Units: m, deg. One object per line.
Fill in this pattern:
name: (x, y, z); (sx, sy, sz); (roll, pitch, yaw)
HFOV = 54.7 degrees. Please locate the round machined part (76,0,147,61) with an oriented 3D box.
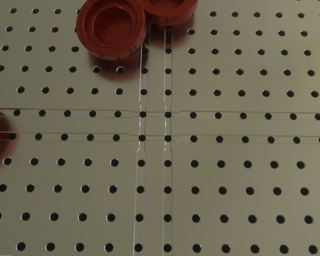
round machined part: (-0.066, -0.143, 0.446); (0.098, 0.042, 0.097); (-1, 81, 9)

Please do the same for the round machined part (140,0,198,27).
round machined part: (0.009, -0.196, 0.475); (0.099, 0.042, 0.098); (0, 70, -1)
